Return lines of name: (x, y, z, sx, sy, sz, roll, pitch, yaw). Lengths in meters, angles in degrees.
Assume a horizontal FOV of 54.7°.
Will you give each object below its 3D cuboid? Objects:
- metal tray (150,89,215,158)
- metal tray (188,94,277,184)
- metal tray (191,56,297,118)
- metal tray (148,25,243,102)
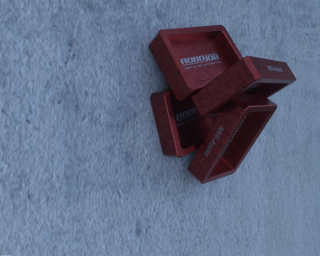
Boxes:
metal tray: (0.053, -0.021, 0.447, 0.131, 0.030, 0.089, -22, 104, -38)
metal tray: (0.102, 0.015, 0.438, 0.091, 0.030, 0.129, -5, 129, -46)
metal tray: (0.113, -0.052, 0.408, 0.131, 0.090, 0.030, -9, 69, -49)
metal tray: (0.059, -0.094, 0.427, 0.131, 0.030, 0.090, -19, 77, -38)
